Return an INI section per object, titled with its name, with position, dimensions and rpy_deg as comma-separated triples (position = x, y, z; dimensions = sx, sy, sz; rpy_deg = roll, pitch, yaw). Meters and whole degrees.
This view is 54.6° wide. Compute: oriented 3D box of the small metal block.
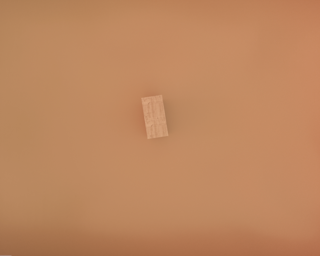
[small metal block]
position = -0.006, -0.013, 0.395
dimensions = 0.025, 0.050, 0.050
rpy_deg = -9, 90, 0
